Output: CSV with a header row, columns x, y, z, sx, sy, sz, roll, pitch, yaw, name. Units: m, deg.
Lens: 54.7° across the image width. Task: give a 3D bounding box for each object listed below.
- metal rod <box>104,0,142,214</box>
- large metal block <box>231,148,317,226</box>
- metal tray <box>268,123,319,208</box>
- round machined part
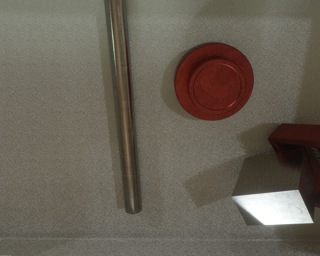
x,y,z,sx,sy,sz,roll,pitch,yaw,name
-0.045,-0.021,0.403,0.025,0.025,0.298,-3,110,0,metal rod
0.148,0.075,0.397,0.080,0.080,0.050,-16,113,36,large metal block
0.208,0.054,0.398,0.030,0.090,0.130,-41,108,-17,metal tray
0.067,-0.055,0.383,0.099,0.042,0.097,0,110,-1,round machined part
